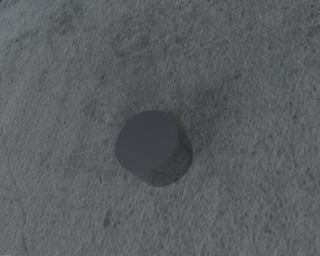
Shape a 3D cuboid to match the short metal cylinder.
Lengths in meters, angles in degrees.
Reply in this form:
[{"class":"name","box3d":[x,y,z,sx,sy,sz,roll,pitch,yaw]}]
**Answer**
[{"class":"short metal cylinder","box3d":[-0.006,0.025,0.375,0.080,0.050,0.080,-13,56,20]}]
